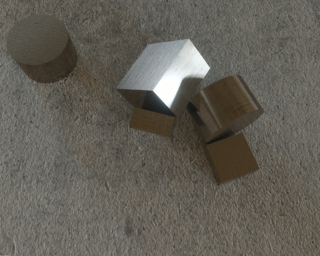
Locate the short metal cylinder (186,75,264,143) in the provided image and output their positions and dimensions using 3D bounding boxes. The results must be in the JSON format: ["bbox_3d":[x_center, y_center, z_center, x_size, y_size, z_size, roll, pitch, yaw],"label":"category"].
[{"bbox_3d":[0.080,-0.022,0.388,0.080,0.080,0.050,-25,72,-9],"label":"short metal cylinder"}]

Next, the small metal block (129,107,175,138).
[{"bbox_3d":[-0.008,-0.006,0.394,0.050,0.050,0.025,14,88,5],"label":"small metal block"}]

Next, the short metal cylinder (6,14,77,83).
[{"bbox_3d":[-0.162,-0.110,0.433,0.081,0.050,0.080,0,70,0],"label":"short metal cylinder"}]

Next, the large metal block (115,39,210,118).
[{"bbox_3d":[0.003,-0.063,0.396,0.080,0.050,0.080,11,62,50],"label":"large metal block"}]

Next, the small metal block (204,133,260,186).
[{"bbox_3d":[0.090,0.040,0.395,0.050,0.025,0.050,-19,71,-7],"label":"small metal block"}]
